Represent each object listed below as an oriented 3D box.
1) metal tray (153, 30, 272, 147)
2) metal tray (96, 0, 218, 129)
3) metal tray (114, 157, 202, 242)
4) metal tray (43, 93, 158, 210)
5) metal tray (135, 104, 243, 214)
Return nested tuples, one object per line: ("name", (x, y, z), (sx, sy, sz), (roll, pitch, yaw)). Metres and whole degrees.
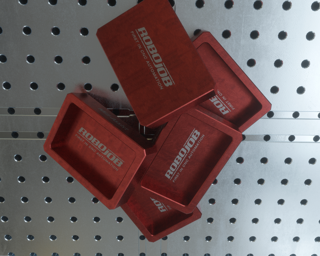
("metal tray", (0.065, -0.046, 0.394), (0.090, 0.030, 0.130), (-42, 106, 13))
("metal tray", (-0.005, -0.075, 0.351), (0.090, 0.030, 0.130), (-29, 78, 9))
("metal tray", (-0.011, 0.093, 0.445), (0.090, 0.030, 0.130), (-31, 108, 10))
("metal tray", (-0.078, 0.026, 0.386), (0.130, 0.030, 0.089), (36, 108, 19))
("metal tray", (0.031, 0.037, 0.393), (0.090, 0.030, 0.129), (27, 108, -10))
